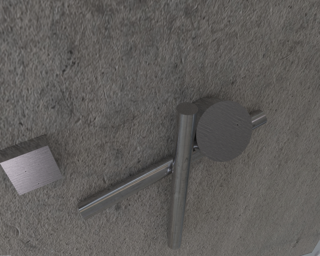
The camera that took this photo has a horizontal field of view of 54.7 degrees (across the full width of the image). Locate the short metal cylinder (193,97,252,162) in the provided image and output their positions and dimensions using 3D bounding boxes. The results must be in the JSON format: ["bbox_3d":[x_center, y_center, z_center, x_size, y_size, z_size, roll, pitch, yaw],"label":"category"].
[{"bbox_3d":[0.075,0.000,0.416,0.081,0.050,0.079,-4,102,-18],"label":"short metal cylinder"}]

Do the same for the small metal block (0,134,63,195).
[{"bbox_3d":[-0.146,0.042,0.353,0.050,0.025,0.050,-22,127,-16],"label":"small metal block"}]

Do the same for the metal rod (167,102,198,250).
[{"bbox_3d":[0.028,0.091,0.451,0.025,0.025,0.298,-16,134,-19],"label":"metal rod"}]

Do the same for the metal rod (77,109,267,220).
[{"bbox_3d":[0.026,0.048,0.450,0.302,0.025,0.025,-26,128,-12],"label":"metal rod"}]
